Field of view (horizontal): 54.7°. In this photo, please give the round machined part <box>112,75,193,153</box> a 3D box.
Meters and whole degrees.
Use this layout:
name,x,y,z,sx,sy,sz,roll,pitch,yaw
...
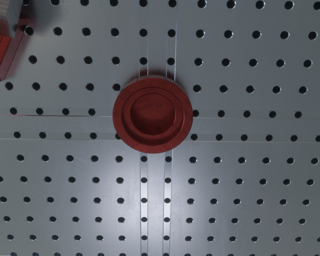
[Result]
name,x,y,z,sx,sy,sz,roll,pitch,yaw
round machined part,-0.009,-0.020,0.397,0.099,0.042,0.097,0,110,0

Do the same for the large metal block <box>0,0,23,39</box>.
name,x,y,z,sx,sy,sz,roll,pitch,yaw
large metal block,-0.189,-0.148,0.318,0.081,0.050,0.080,10,78,-15

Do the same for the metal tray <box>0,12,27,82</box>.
name,x,y,z,sx,sy,sz,roll,pitch,yaw
metal tray,-0.239,-0.119,0.364,0.131,0.030,0.090,29,107,-10
